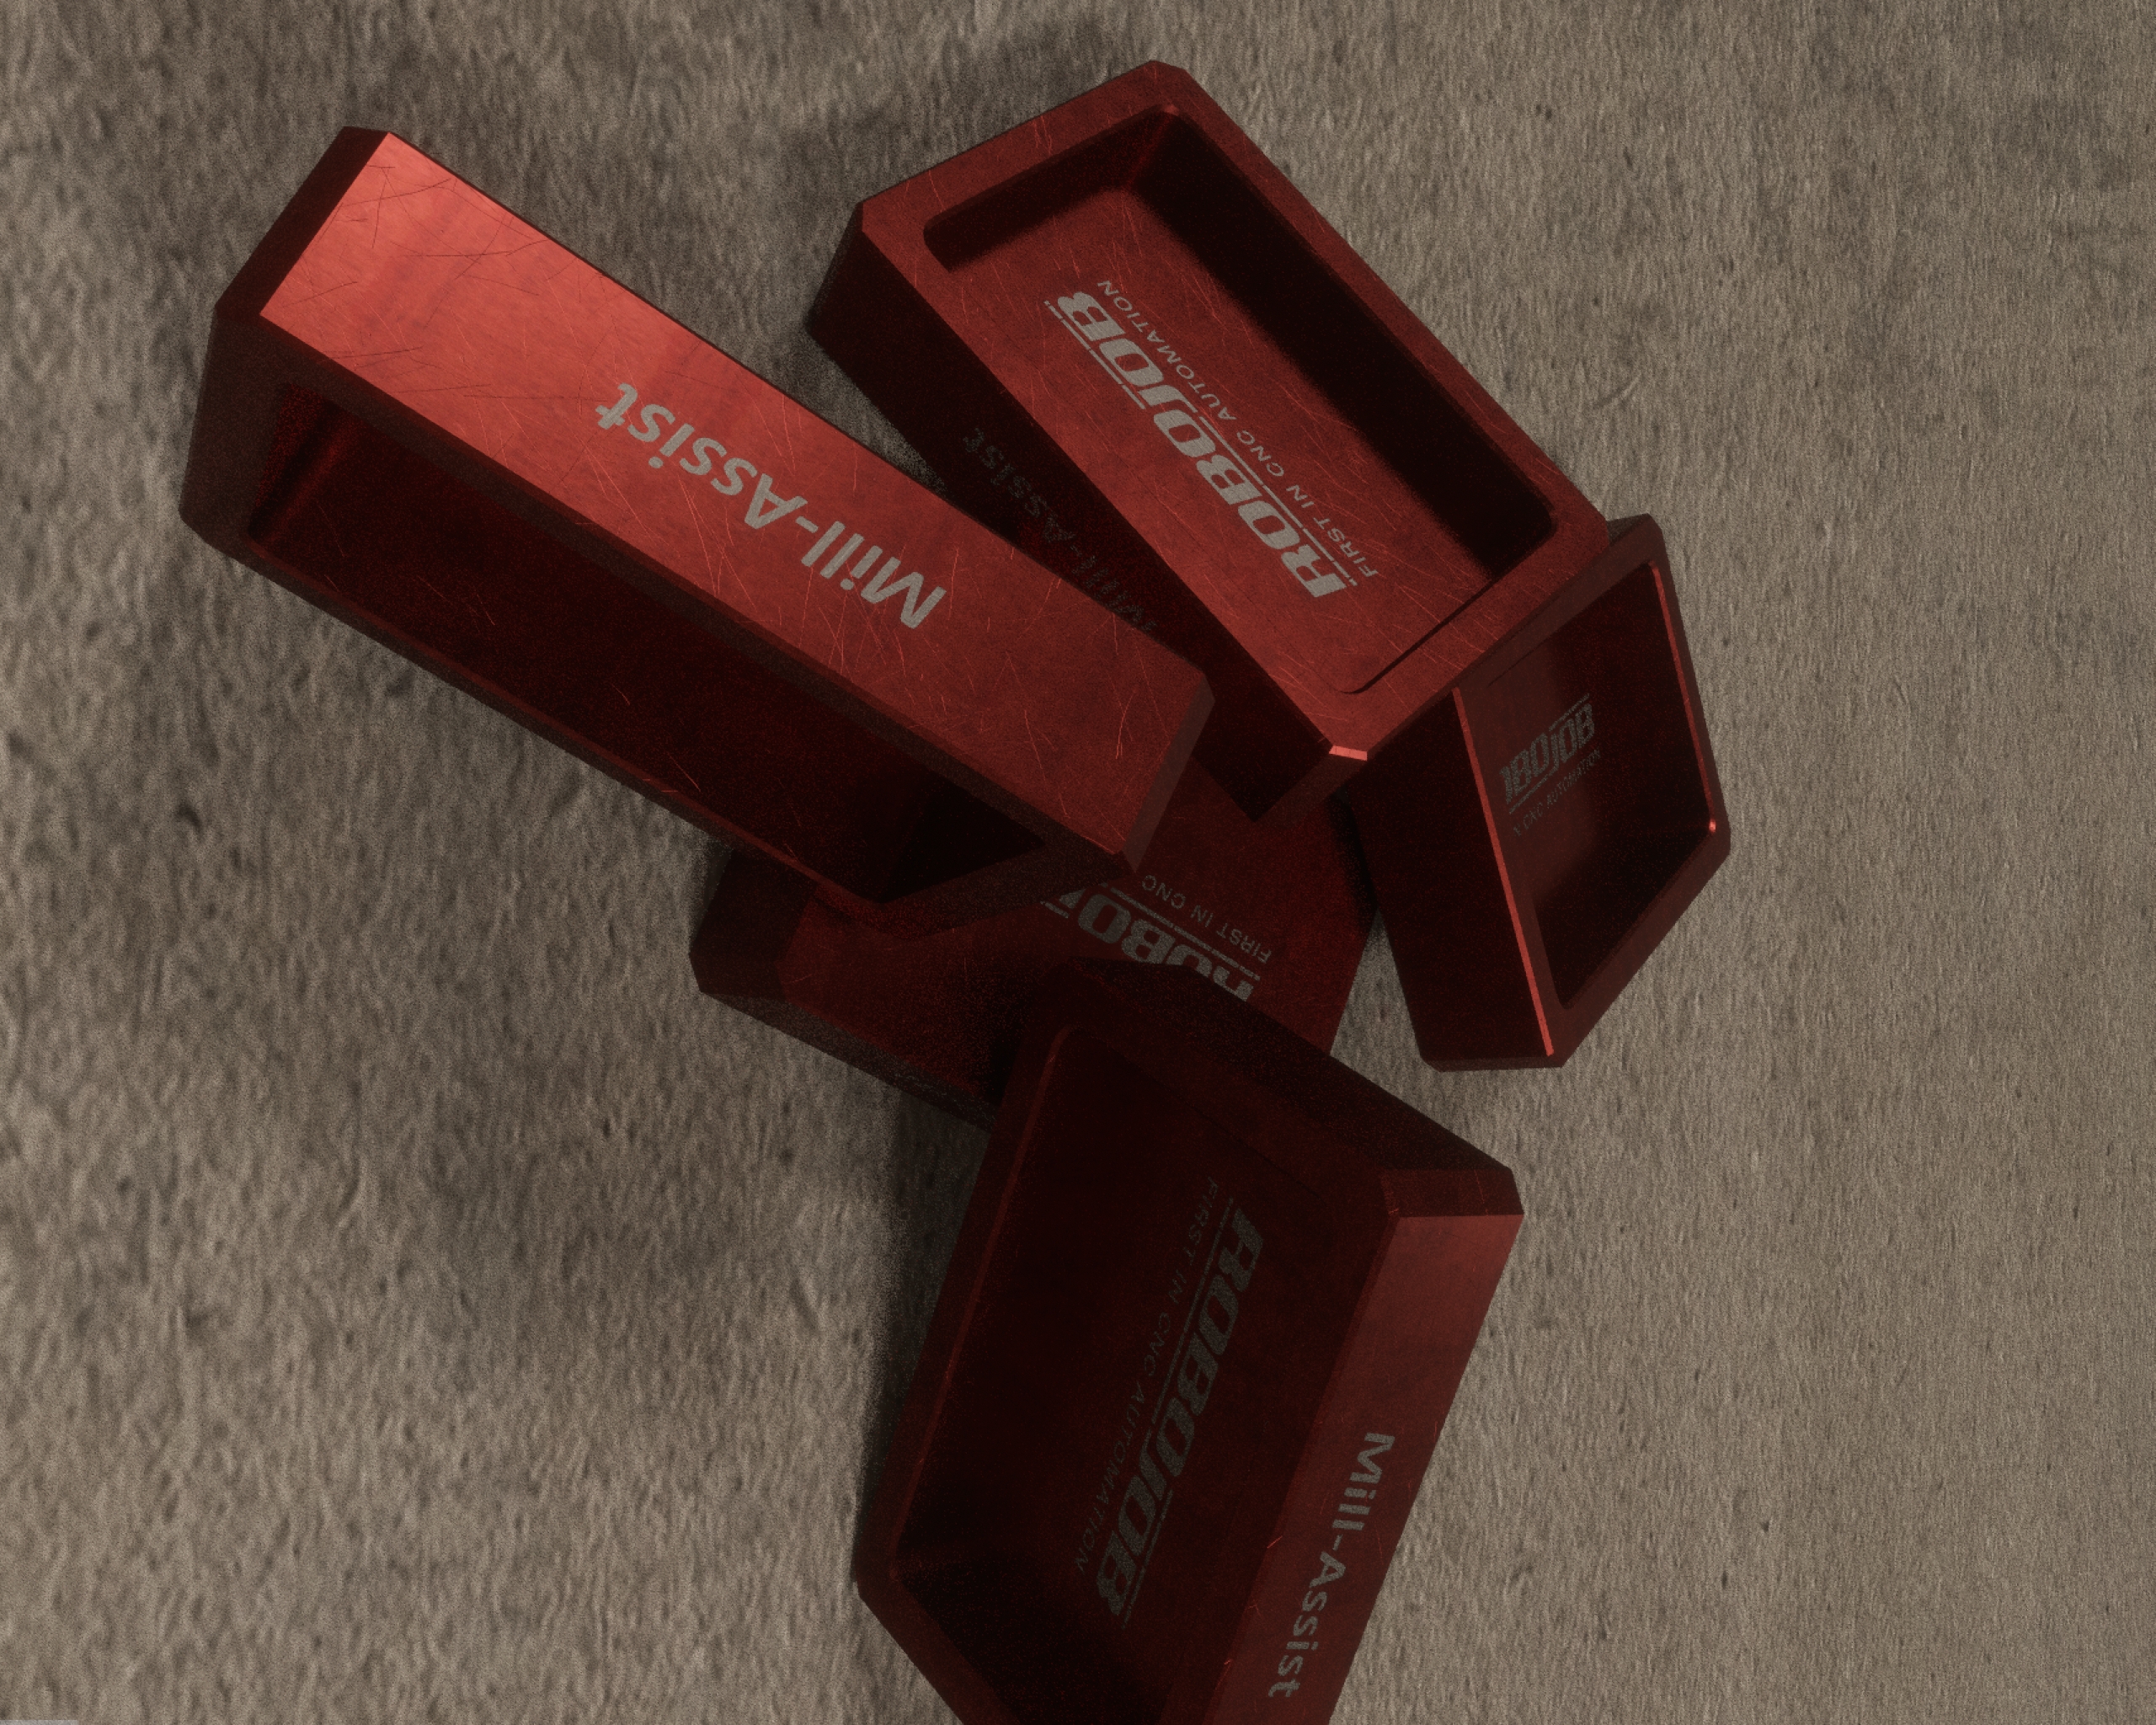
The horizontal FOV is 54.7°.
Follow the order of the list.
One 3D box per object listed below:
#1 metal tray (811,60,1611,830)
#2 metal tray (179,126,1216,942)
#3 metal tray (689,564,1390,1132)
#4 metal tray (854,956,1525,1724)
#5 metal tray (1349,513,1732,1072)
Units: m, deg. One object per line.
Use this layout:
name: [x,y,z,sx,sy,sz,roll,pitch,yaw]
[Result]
metal tray: [0.026,-0.081,0.388,0.130,0.030,0.091,48,56,4]
metal tray: [-0.057,-0.037,0.297,0.130,0.090,0.030,32,69,-18]
metal tray: [-0.001,0.008,0.404,0.130,0.030,0.090,32,70,-36]
metal tray: [0.013,0.091,0.352,0.030,0.090,0.129,7,106,-40]
metal tray: [0.107,-0.020,0.474,0.131,0.030,0.089,-35,112,-50]
